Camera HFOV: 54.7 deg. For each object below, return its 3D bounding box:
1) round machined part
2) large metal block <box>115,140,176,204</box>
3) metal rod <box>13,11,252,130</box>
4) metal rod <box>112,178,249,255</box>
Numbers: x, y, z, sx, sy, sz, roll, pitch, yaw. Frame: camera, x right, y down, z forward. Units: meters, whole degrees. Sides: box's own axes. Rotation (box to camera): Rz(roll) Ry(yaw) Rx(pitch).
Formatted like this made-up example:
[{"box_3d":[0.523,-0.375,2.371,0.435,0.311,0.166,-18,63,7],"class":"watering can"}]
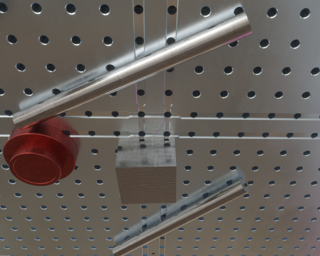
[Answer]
[{"box_3d":[-0.170,0.045,0.436,0.099,0.042,0.097,-1,130,0],"class":"round machined part"},{"box_3d":[-0.018,0.065,0.451,0.081,0.050,0.079,-1,130,1],"class":"large metal block"},{"box_3d":[-0.045,-0.059,0.360,0.301,0.025,0.025,-20,128,16],"class":"metal rod"},{"box_3d":[0.024,0.169,0.556,0.299,0.025,0.025,-35,122,26],"class":"metal rod"}]
